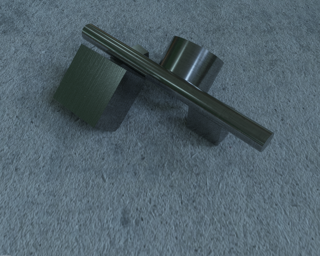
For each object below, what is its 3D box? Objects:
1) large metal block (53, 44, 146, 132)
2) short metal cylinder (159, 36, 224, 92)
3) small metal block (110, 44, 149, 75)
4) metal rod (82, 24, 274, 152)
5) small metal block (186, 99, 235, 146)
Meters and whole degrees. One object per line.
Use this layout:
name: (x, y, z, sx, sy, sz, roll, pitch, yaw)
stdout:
large metal block: (-0.080, -0.051, 0.408, 0.080, 0.050, 0.080, 33, 98, 24)
short metal cylinder: (0.042, -0.086, 0.434, 0.080, 0.080, 0.050, 32, 98, 23)
small metal block: (-0.044, -0.090, 0.464, 0.050, 0.050, 0.025, -32, 57, -24)
metal rod: (0.004, -0.063, 0.393, 0.300, 0.025, 0.025, 36, 58, 26)
small metal block: (0.063, -0.012, 0.396, 0.050, 0.050, 0.025, 33, 58, 24)
